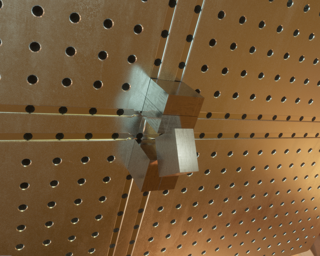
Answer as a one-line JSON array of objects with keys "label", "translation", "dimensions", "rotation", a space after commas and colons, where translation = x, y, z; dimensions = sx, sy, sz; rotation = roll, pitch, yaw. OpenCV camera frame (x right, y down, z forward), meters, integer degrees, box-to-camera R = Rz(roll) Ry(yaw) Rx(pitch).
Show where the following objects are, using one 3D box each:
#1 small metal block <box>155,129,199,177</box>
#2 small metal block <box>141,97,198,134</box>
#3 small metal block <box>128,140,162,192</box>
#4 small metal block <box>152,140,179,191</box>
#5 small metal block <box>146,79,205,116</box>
[{"label": "small metal block", "translation": [0.019, 0.031, 0.372], "dimensions": [0.025, 0.050, 0.050], "rotation": [1, 76, -28]}, {"label": "small metal block", "translation": [0.011, -0.016, 0.392], "dimensions": [0.050, 0.050, 0.025], "rotation": [2, 118, -30]}, {"label": "small metal block", "translation": [-0.018, 0.050, 0.417], "dimensions": [0.025, 0.050, 0.050], "rotation": [1, 118, -30]}, {"label": "small metal block", "translation": [0.004, 0.050, 0.429], "dimensions": [0.025, 0.050, 0.050], "rotation": [1, 118, -30]}, {"label": "small metal block", "translation": [0.018, -0.038, 0.382], "dimensions": [0.050, 0.050, 0.025], "rotation": [2, 118, -30]}]
